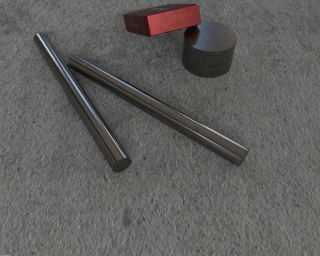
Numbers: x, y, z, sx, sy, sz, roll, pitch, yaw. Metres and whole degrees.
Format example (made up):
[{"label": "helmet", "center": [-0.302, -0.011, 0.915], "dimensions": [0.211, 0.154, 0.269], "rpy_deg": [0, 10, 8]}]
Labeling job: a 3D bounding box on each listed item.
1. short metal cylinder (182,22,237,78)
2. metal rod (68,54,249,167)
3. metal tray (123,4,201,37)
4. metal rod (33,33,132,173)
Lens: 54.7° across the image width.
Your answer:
[{"label": "short metal cylinder", "center": [0.077, -0.125, 0.493], "dimensions": [0.081, 0.050, 0.080], "rpy_deg": [0, 50, 0]}, {"label": "metal rod", "center": [-0.018, -0.035, 0.432], "dimensions": [0.300, 0.025, 0.025], "rpy_deg": [31, 57, 23]}, {"label": "metal tray", "center": [-0.001, -0.182, 0.517], "dimensions": [0.091, 0.030, 0.130], "rpy_deg": [-18, 26, -14]}, {"label": "metal rod", "center": [-0.124, -0.054, 0.447], "dimensions": [0.025, 0.025, 0.300], "rpy_deg": [-25, 55, -20]}]
